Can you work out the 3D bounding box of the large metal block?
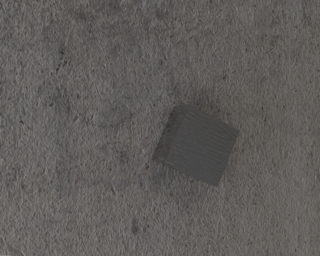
[{"bbox_3d":[0.047,0.023,0.413,0.080,0.050,0.080,26,82,-18],"label":"large metal block"}]
